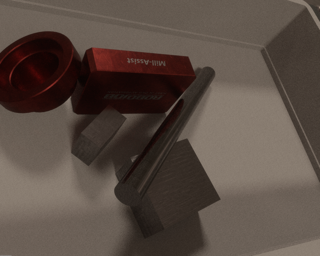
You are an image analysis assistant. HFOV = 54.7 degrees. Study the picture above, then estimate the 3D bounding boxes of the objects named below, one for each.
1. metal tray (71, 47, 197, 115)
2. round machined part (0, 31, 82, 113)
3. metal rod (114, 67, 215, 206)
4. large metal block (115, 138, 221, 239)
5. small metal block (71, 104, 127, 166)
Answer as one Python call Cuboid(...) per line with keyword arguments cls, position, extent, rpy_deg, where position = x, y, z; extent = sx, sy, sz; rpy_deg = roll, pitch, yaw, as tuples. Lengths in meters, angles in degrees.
Cuboid(cls="metal tray", position=(-0.033, -0.052, 0.379), extent=(0.131, 0.090, 0.030), rpy_deg=(-2, 63, -30))
Cuboid(cls="round machined part", position=(-0.131, -0.056, 0.339), extent=(0.098, 0.042, 0.098), rpy_deg=(-7, 57, 11))
Cuboid(cls="metal rod", position=(0.025, -0.016, 0.384), extent=(0.025, 0.025, 0.301), rpy_deg=(39, 37, -2))
Cuboid(cls="large metal block", position=(0.008, 0.067, 0.354), extent=(0.081, 0.050, 0.080), rpy_deg=(-16, 70, -35))
Cuboid(cls="small metal block", position=(-0.069, 0.009, 0.348), extent=(0.025, 0.050, 0.050), rpy_deg=(39, 51, -3))
